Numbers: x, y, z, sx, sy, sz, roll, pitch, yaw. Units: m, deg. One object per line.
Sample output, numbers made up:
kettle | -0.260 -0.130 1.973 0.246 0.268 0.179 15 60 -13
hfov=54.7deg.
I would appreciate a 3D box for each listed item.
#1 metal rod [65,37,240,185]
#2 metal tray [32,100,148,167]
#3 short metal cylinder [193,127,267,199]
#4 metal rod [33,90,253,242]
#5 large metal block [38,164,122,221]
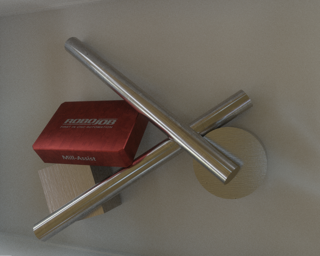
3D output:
metal rod | -0.028 -0.037 0.387 0.300 0.025 0.025 40 103 28
metal tray | -0.088 0.004 0.407 0.130 0.030 0.090 0 46 21
short metal cylinder | 0.084 0.038 0.365 0.080 0.050 0.079 0 90 19
metal rod | -0.022 0.047 0.377 0.301 0.025 0.025 -33 79 2
large metal block | -0.110 0.083 0.430 0.080 0.050 0.080 -20 84 18
